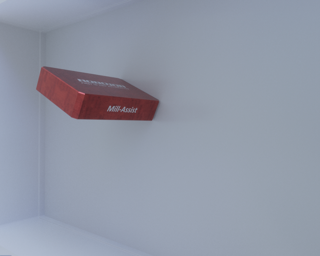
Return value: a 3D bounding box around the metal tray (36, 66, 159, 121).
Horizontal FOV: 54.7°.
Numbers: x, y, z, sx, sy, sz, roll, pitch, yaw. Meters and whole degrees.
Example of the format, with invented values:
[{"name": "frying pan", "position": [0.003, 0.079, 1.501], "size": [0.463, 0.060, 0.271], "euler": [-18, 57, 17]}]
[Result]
[{"name": "metal tray", "position": [-0.076, -0.042, 0.399], "size": [0.090, 0.131, 0.030], "euler": [32, 110, 35]}]
